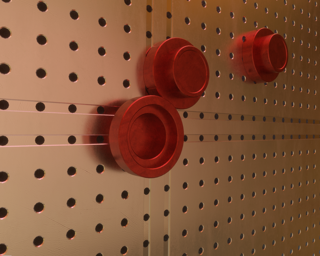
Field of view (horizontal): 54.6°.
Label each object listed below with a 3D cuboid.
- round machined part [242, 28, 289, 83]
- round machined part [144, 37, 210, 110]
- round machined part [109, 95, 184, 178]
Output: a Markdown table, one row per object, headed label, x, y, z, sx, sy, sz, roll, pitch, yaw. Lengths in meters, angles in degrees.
| label | x | y | z | sx | sy | sz | roll | pitch | yaw |
| --- | --- | --- | --- | --- | --- | --- | --- | --- | --- |
| round machined part | 0.195 | -0.132 | 0.560 | 0.099 | 0.042 | 0.097 | 0 | 90 | -40 |
| round machined part | 0.029 | -0.074 | 0.421 | 0.099 | 0.042 | 0.097 | 0 | 90 | -40 |
| round machined part | -0.020 | 0.010 | 0.380 | 0.099 | 0.042 | 0.097 | 0 | 90 | -40 |
